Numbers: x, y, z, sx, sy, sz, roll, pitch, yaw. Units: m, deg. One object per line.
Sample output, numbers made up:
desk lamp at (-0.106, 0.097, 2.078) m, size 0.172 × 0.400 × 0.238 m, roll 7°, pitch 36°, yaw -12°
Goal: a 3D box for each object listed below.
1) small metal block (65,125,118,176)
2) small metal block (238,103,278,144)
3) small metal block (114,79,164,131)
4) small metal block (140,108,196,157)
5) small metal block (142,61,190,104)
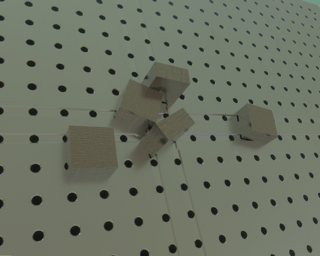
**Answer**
small metal block at (-0.078, 0.026, 0.350) m, size 0.050 × 0.025 × 0.050 m, roll 3°, pitch 60°, yaw -27°
small metal block at (0.156, -0.007, 0.495) m, size 0.050 × 0.025 × 0.050 m, roll 13°, pitch 56°, yaw -21°
small metal block at (-0.027, -0.030, 0.411) m, size 0.050 × 0.025 × 0.050 m, roll 24°, pitch 53°, yaw -14°
small metal block at (0.009, 0.006, 0.393) m, size 0.050 × 0.050 × 0.025 m, roll -31°, pitch 79°, yaw -38°
small metal block at (0.007, -0.062, 0.433) m, size 0.050 × 0.050 × 0.025 m, roll 9°, pitch 58°, yaw -24°
